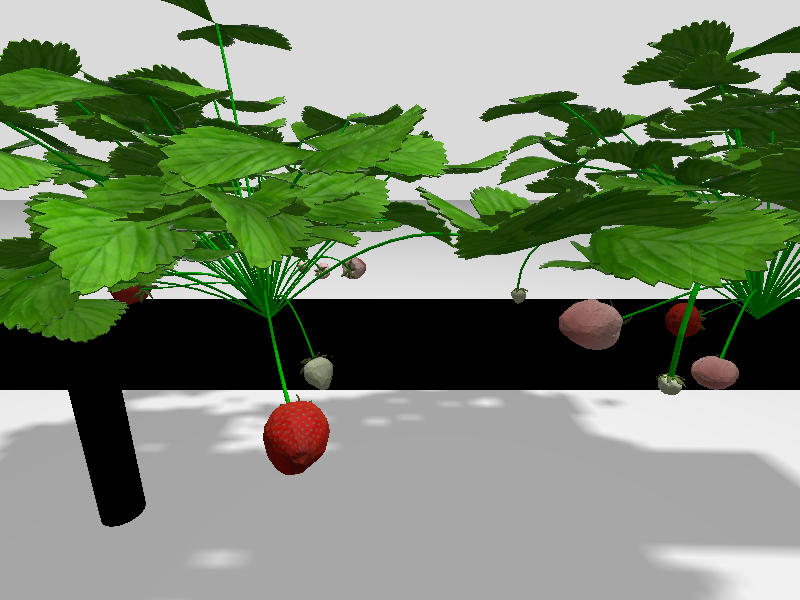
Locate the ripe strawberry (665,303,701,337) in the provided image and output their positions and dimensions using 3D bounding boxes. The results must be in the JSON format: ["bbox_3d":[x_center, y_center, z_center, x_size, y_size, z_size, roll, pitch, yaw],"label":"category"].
[{"bbox_3d":[0.225,0.016,0.321,0.026,0.028,0.024,-7,18,-23],"label":"ripe strawberry"}]

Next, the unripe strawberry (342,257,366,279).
[{"bbox_3d":[-0.059,-0.042,0.523,0.032,0.029,0.029,6,16,20],"label":"unripe strawberry"}]

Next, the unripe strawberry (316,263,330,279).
[{"bbox_3d":[-0.100,-0.038,0.522,0.019,0.022,0.021,2,2,7],"label":"unripe strawberry"}]

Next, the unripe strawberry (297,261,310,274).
[{"bbox_3d":[-0.134,-0.045,0.559,0.018,0.019,0.018,-1,16,-4],"label":"unripe strawberry"}]

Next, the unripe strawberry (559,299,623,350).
[{"bbox_3d":[0.137,0.019,0.294,0.038,0.038,0.042,-7,17,-20],"label":"unripe strawberry"}]

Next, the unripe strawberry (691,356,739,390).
[{"bbox_3d":[0.186,0.044,0.237,0.020,0.020,0.023,-15,22,-41],"label":"unripe strawberry"}]

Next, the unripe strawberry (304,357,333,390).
[{"bbox_3d":[-0.048,0.045,0.241,0.018,0.019,0.020,-9,48,-28],"label":"unripe strawberry"}]

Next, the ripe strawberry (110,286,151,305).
[{"bbox_3d":[-0.278,-0.013,0.412,0.039,0.033,0.039,4,17,17],"label":"ripe strawberry"}]

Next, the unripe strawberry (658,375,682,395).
[{"bbox_3d":[0.136,0.043,0.202,0.010,0.010,0.011,-13,21,-39],"label":"unripe strawberry"}]

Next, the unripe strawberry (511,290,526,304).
[{"bbox_3d":[0.118,-0.003,0.397,0.015,0.015,0.014,2,16,8],"label":"unripe strawberry"}]

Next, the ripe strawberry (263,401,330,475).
[{"bbox_3d":[-0.044,0.060,0.171,0.028,0.030,0.030,-6,18,-20],"label":"ripe strawberry"}]
